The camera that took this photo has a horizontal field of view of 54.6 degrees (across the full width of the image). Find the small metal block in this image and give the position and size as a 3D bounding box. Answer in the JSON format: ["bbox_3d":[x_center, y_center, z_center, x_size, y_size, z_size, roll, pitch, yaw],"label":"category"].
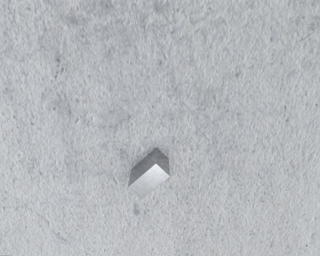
[{"bbox_3d":[-0.014,0.060,0.418,0.050,0.050,0.025,-42,105,14],"label":"small metal block"}]
